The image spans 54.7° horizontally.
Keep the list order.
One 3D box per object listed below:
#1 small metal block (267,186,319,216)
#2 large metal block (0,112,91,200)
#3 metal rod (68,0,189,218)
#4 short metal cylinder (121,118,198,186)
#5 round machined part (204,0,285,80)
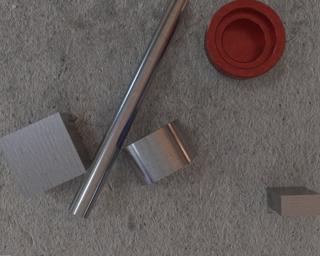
[{"bbox_3d":[0.172,0.094,0.400,0.050,0.050,0.025,-1,90,-1],"label":"small metal block"},{"bbox_3d":[-0.142,0.033,0.396,0.080,0.050,0.080,-25,90,0],"label":"large metal block"},{"bbox_3d":[-0.034,-0.034,0.386,0.025,0.025,0.299,25,80,-1],"label":"metal rod"},{"bbox_3d":[-0.001,0.029,0.383,0.080,0.080,0.050,-29,91,0],"label":"short metal cylinder"},{"bbox_3d":[0.106,-0.111,0.403,0.099,0.042,0.097,0,90,-1],"label":"round machined part"}]
